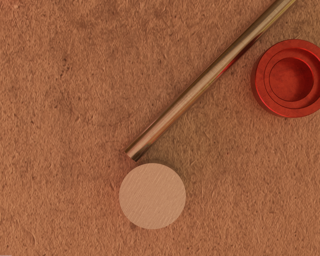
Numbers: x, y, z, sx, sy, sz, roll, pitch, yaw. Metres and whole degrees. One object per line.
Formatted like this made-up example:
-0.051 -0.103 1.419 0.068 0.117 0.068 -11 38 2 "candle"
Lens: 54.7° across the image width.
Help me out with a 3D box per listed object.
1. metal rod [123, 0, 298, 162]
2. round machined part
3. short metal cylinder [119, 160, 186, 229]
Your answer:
0.067 -0.070 0.410 0.300 0.025 0.025 -45 90 0 "metal rod"
0.166 -0.062 0.403 0.099 0.042 0.097 0 90 0 "round machined part"
-0.009 0.082 0.397 0.081 0.050 0.079 0 90 0 "short metal cylinder"
